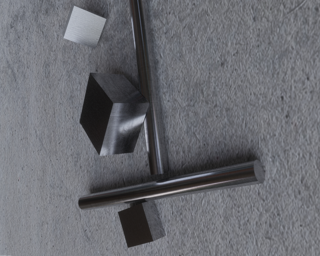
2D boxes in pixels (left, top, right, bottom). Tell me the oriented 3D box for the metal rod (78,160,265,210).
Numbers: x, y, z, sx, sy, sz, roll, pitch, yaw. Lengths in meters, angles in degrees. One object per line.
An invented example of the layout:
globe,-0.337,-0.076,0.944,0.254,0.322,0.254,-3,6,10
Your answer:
metal rod,-0.010,0.083,0.410,0.299,0.025,0.025,-19,78,38

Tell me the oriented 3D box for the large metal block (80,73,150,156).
large metal block,-0.066,-0.020,0.422,0.080,0.050,0.079,49,130,41

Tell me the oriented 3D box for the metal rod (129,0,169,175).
metal rod,-0.020,-0.088,0.418,0.025,0.025,0.298,-12,83,39

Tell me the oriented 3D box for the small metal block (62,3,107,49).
small metal block,-0.118,-0.157,0.479,0.050,0.050,0.025,-64,31,20

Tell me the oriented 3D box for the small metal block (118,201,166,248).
small metal block,-0.026,0.131,0.424,0.050,0.025,0.050,-29,72,36
